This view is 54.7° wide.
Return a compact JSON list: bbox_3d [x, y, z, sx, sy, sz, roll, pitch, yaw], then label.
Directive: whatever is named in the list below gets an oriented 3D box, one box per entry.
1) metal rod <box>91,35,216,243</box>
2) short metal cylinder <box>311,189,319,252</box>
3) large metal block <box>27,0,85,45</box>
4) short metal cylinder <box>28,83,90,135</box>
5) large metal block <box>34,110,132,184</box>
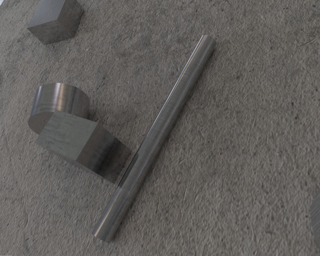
[{"bbox_3d":[0.000,0.002,0.402,0.025,0.025,0.300,17,70,35],"label":"metal rod"},{"bbox_3d":[0.168,0.080,0.251,0.080,0.050,0.080,-13,56,21],"label":"short metal cylinder"},{"bbox_3d":[-0.213,-0.225,0.637,0.080,0.050,0.080,-4,60,26],"label":"large metal block"},{"bbox_3d":[-0.148,-0.022,0.459,0.080,0.080,0.050,-14,56,20],"label":"short metal cylinder"},{"bbox_3d":[-0.098,0.025,0.405,0.080,0.080,0.050,16,70,34],"label":"large metal block"}]
